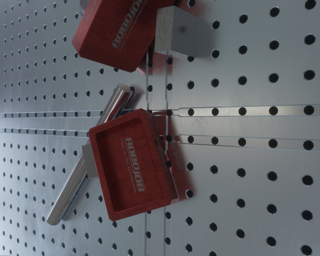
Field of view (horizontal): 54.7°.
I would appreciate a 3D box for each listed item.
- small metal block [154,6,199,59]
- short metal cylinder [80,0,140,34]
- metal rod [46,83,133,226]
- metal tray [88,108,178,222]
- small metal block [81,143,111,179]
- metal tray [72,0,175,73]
[{"bbox_3d":[0.021,-0.114,0.376,0.025,0.050,0.050,6,94,40],"label":"small metal block"},{"bbox_3d":[-0.061,-0.159,0.424,0.050,0.081,0.080,47,118,29],"label":"short metal cylinder"},{"bbox_3d":[-0.124,0.056,0.511,0.025,0.025,0.298,48,118,29],"label":"metal rod"},{"bbox_3d":[-0.038,0.049,0.417,0.090,0.030,0.129,-21,76,16],"label":"metal tray"},{"bbox_3d":[-0.084,0.046,0.463,0.050,0.025,0.050,-15,78,2],"label":"small metal block"},{"bbox_3d":[-0.045,-0.143,0.399,0.129,0.091,0.030,-57,47,23],"label":"metal tray"}]
